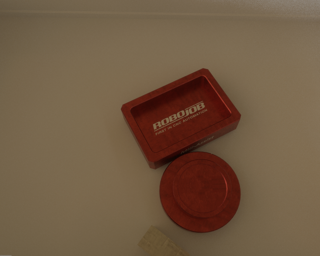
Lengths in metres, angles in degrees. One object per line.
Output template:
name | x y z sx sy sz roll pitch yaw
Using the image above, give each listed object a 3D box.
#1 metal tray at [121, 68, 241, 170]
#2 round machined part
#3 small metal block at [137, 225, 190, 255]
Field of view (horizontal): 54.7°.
metal tray | 0.026 -0.015 0.407 0.131 0.030 0.090 -26 67 -10
round machined part | 0.049 0.075 0.374 0.099 0.042 0.098 0 70 -1
small metal block | 0.004 0.136 0.347 0.050 0.050 0.025 35 74 11
